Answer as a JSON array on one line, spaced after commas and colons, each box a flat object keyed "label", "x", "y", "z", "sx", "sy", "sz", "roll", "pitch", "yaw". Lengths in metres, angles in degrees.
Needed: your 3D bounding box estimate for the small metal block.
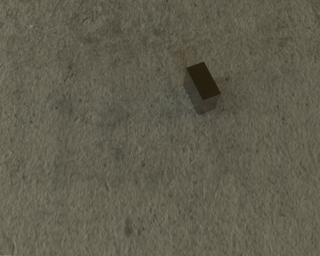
[{"label": "small metal block", "x": 0.055, "y": -0.052, "z": 0.414, "sx": 0.025, "sy": 0.050, "sz": 0.050, "roll": -21, "pitch": 72, "yaw": -8}]
